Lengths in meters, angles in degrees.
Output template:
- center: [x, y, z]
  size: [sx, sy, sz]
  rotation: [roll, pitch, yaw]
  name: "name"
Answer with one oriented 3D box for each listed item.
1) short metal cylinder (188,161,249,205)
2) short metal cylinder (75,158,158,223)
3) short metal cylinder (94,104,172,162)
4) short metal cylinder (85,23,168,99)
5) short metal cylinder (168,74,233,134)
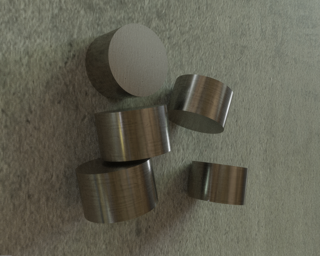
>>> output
- center: [0.083, 0.077, 0.441]
  size: [0.081, 0.080, 0.050]
  rotation: [13, 82, -40]
  name: "short metal cylinder"
- center: [-0.045, 0.061, 0.333]
  size: [0.081, 0.080, 0.050]
  rotation: [-15, 100, -39]
  name: "short metal cylinder"
- center: [-0.029, 0.003, 0.346]
  size: [0.081, 0.080, 0.050]
  rotation: [-13, 99, -40]
  name: "short metal cylinder"
- center: [-0.038, -0.074, 0.358]
  size: [0.081, 0.050, 0.079]
  rotation: [0, 90, -40]
  name: "short metal cylinder"
- center: [0.052, -0.030, 0.415]
  size: [0.080, 0.080, 0.050]
  rotation: [29, 72, -37]
  name: "short metal cylinder"
